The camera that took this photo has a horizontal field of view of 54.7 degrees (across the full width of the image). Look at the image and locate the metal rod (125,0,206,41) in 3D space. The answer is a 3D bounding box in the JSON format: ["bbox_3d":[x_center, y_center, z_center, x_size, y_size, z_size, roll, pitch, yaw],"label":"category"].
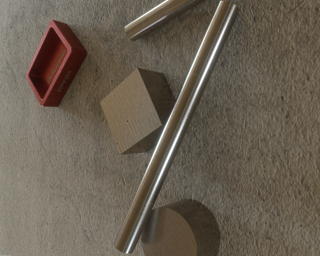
[{"bbox_3d":[0.072,-0.169,0.343,0.300,0.025,0.025,-17,79,38],"label":"metal rod"}]

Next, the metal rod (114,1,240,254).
[{"bbox_3d":[0.017,0.003,0.352,0.025,0.025,0.299,26,95,36],"label":"metal rod"}]

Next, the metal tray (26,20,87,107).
[{"bbox_3d":[-0.189,-0.112,0.554,0.129,0.030,0.090,-51,60,27],"label":"metal tray"}]

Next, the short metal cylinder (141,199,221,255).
[{"bbox_3d":[0.024,0.129,0.368,0.080,0.050,0.079,0,90,39],"label":"short metal cylinder"}]

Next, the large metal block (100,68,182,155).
[{"bbox_3d":[-0.023,-0.019,0.406,0.080,0.050,0.080,-35,68,34],"label":"large metal block"}]
